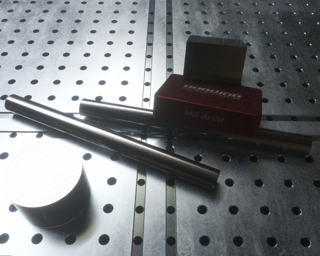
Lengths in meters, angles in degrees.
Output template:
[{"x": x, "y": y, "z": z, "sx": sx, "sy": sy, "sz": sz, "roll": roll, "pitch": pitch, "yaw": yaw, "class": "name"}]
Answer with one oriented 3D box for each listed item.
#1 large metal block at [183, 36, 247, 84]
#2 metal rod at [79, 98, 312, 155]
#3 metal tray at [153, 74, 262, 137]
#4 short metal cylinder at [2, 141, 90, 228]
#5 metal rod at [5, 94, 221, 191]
[{"x": 0.080, "y": -0.104, "z": 0.459, "sx": 0.080, "sy": 0.050, "sz": 0.080, "roll": 7, "pitch": 23, "yaw": 6, "class": "large metal block"}, {"x": 0.040, "y": -0.004, "z": 0.410, "sx": 0.301, "sy": 0.025, "sz": 0.025, "roll": 10, "pitch": 51, "yaw": 8, "class": "metal rod"}, {"x": 0.066, "y": -0.034, "z": 0.412, "sx": 0.131, "sy": 0.030, "sz": 0.090, "roll": 12, "pitch": 30, "yaw": 12, "class": "metal tray"}, {"x": -0.121, "y": 0.061, "z": 0.339, "sx": 0.081, "sy": 0.050, "sz": 0.080, "roll": 0, "pitch": 50, "yaw": 0, "class": "short metal cylinder"}, {"x": -0.071, "y": 0.012, "z": 0.396, "sx": 0.301, "sy": 0.025, "sz": 0.025, "roll": 19, "pitch": 53, "yaw": 15, "class": "metal rod"}]
